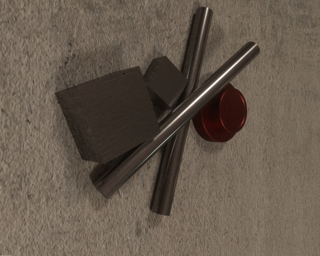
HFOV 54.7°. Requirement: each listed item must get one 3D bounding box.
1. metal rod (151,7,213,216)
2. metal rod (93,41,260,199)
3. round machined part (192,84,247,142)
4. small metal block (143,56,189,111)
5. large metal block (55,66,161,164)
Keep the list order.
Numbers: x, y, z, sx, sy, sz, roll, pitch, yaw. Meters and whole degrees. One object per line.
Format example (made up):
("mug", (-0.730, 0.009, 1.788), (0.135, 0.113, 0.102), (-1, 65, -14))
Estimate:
("metal rod", (0.034, -0.030, 0.435), (0.025, 0.025, 0.299), (22, 76, -38))
("metal rod", (0.035, -0.023, 0.406), (0.301, 0.025, 0.025), (-43, 117, -22))
("round machined part", (0.098, -0.026, 0.478), (0.099, 0.042, 0.097), (0, 90, -40))
("small metal block", (0.004, -0.058, 0.410), (0.050, 0.025, 0.050), (41, 65, -33))
("large metal block", (-0.055, -0.016, 0.344), (0.081, 0.050, 0.080), (-29, 108, -36))
